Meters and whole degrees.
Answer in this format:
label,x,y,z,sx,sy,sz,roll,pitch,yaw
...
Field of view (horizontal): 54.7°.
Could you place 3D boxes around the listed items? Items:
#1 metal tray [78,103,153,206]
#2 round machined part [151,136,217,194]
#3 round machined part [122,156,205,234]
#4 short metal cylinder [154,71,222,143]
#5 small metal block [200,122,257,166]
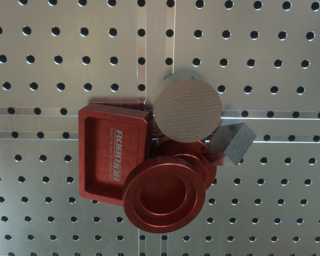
label,x,y,z,sx,sy,sz,roll,pitch,yaw
metal tray,-0.060,0.038,0.412,0.090,0.030,0.129,9,110,11
round machined part,0.029,0.058,0.425,0.099,0.042,0.097,0,110,-1
round machined part,0.003,0.077,0.382,0.099,0.042,0.097,-4,112,-10
short metal cylinder,0.033,-0.028,0.390,0.081,0.050,0.079,0,110,-1
small metal block,0.088,0.022,0.399,0.025,0.050,0.050,45,69,-15
